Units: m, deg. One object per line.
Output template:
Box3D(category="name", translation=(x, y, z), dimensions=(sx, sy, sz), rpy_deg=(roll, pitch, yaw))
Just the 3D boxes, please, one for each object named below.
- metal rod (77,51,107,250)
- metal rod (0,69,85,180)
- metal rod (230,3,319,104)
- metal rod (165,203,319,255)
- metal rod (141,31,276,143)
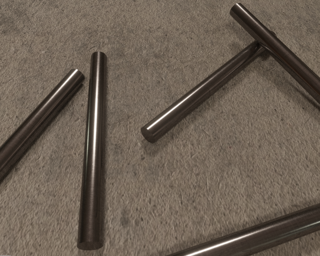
Box3D(category="metal rod", translation=(-0.083, 0.002, 0.400), dimensions=(0.025, 0.025, 0.300), rpy_deg=(-4, 50, -4))
Box3D(category="metal rod", translation=(-0.181, 0.027, 0.377), dimensions=(0.025, 0.025, 0.301), rpy_deg=(17, 52, 14))
Box3D(category="metal rod", translation=(0.200, -0.091, 0.460), dimensions=(0.025, 0.025, 0.299), rpy_deg=(-22, 60, -18))
Box3D(category="metal rod", translation=(0.123, 0.105, 0.316), dimensions=(0.302, 0.025, 0.025), rpy_deg=(-14, 52, -12))
Box3D(category="metal rod", translation=(0.088, -0.074, 0.466), dimensions=(0.025, 0.025, 0.302), rpy_deg=(36, 58, 26))
